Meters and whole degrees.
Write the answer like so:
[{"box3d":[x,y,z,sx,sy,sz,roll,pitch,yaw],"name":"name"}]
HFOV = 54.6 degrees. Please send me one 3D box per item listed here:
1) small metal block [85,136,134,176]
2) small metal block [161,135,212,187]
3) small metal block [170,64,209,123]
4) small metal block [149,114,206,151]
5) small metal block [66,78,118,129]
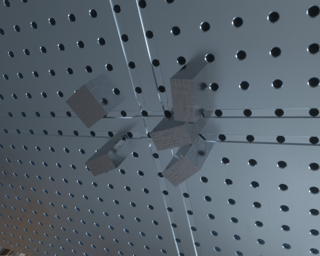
[{"box3d":[-0.075,0.042,0.461,0.050,0.050,0.025,-23,106,36],"name":"small metal block"},{"box3d":[0.035,0.043,0.403,0.025,0.050,0.050,44,129,-2],"name":"small metal block"},{"box3d":[0.035,-0.041,0.352,0.025,0.050,0.050,7,121,25],"name":"small metal block"},{"box3d":[0.023,0.000,0.384,0.050,0.050,0.025,-15,110,34],"name":"small metal block"},{"box3d":[-0.098,-0.035,0.442,0.050,0.025,0.050,-32,101,38],"name":"small metal block"}]
